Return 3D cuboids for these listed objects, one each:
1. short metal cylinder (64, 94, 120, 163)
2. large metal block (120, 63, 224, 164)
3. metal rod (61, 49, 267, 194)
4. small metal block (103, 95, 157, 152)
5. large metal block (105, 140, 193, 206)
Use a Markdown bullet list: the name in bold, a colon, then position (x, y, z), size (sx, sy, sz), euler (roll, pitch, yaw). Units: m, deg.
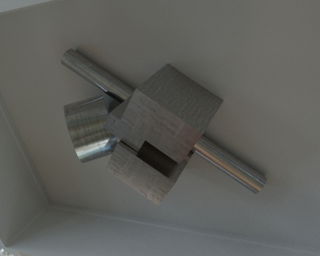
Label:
- **short metal cylinder**: position (-0.089, 0.001, 0.409), size (0.050, 0.080, 0.079), euler (-17, 116, -8)
- **large metal block**: position (0.015, -0.019, 0.352), size (0.080, 0.080, 0.050), euler (35, 129, 5)
- **metal rod**: position (0.001, -0.012, 0.399), size (0.301, 0.025, 0.025), euler (34, 129, 5)
- **small metal block**: position (-0.030, -0.007, 0.372), size (0.050, 0.050, 0.025), euler (35, 129, 4)
- **large metal block**: position (-0.009, 0.038, 0.399), size (0.080, 0.080, 0.050), euler (34, 129, 5)
